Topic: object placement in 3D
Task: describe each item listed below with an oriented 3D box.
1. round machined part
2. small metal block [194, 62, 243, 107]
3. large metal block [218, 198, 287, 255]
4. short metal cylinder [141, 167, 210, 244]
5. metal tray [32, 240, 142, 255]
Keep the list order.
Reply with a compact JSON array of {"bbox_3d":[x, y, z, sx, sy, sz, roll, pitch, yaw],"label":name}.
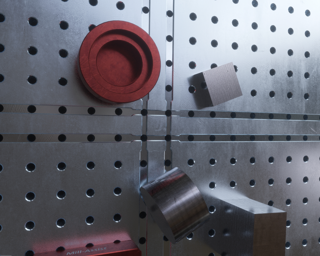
[{"bbox_3d":[-0.052,-0.078,0.384,0.099,0.042,0.097,0,90,-20],"label":"round machined part"},{"bbox_3d":[0.084,-0.062,0.443,0.050,0.025,0.050,-21,97,-19],"label":"small metal block"},{"bbox_3d":[0.125,0.147,0.430,0.050,0.080,0.080,3,89,-20],"label":"large metal block"},{"bbox_3d":[0.017,0.096,0.390,0.050,0.080,0.080,-28,100,-18],"label":"short metal cylinder"},{"bbox_3d":[-0.089,0.195,0.378,0.131,0.030,0.089,0,90,-20],"label":"metal tray"}]
